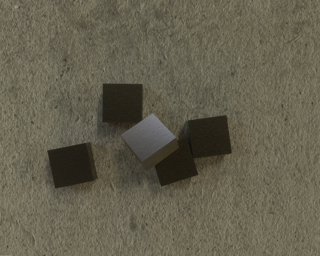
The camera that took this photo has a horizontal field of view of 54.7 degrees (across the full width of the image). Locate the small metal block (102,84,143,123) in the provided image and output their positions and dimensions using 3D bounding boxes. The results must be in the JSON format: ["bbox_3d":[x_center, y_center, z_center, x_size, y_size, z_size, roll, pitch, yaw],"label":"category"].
[{"bbox_3d":[-0.048,-0.032,0.409,0.050,0.025,0.050,1,90,0],"label":"small metal block"}]

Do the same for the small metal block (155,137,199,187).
[{"bbox_3d":[0.018,0.044,0.410,0.050,0.025,0.050,-18,90,0],"label":"small metal block"}]

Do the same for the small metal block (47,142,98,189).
[{"bbox_3d":[-0.115,0.048,0.409,0.050,0.025,0.050,-12,90,0],"label":"small metal block"}]

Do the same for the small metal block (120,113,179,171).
[{"bbox_3d":[-0.013,0.017,0.389,0.050,0.025,0.050,-35,56,-12],"label":"small metal block"}]

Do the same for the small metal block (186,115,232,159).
[{"bbox_3d":[0.064,0.011,0.410,0.050,0.025,0.050,-8,90,-1],"label":"small metal block"}]
